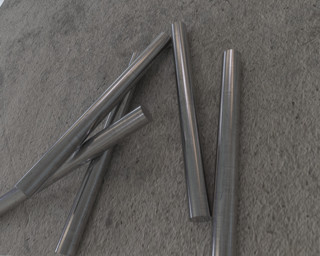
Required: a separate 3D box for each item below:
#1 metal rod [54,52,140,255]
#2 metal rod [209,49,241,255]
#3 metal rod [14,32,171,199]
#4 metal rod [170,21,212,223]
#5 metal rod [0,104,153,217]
[{"bbox_3d":[-0.073,0.020,0.430,0.025,0.025,0.300,3,63,30],"label":"metal rod"},{"bbox_3d":[0.074,0.035,0.343,0.025,0.025,0.300,-5,59,25],"label":"metal rod"},{"bbox_3d":[-0.073,-0.034,0.418,0.025,0.025,0.301,17,56,35],"label":"metal rod"},{"bbox_3d":[0.036,-0.031,0.403,0.025,0.025,0.299,-16,55,19],"label":"metal rod"},{"bbox_3d":[-0.138,0.057,0.417,0.300,0.025,0.025,-32,51,17],"label":"metal rod"}]
